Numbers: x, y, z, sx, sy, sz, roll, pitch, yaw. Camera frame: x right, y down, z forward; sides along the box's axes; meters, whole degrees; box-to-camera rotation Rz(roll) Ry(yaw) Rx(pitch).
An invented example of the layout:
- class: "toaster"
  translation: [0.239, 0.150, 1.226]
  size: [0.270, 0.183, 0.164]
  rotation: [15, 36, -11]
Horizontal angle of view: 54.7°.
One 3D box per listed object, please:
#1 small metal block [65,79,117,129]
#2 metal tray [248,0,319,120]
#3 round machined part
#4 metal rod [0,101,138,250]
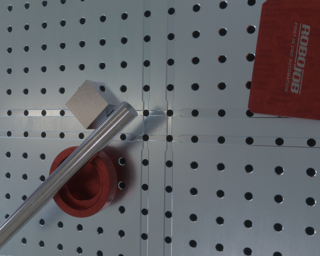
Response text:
- class: "small metal block"
  translation: [-0.100, -0.033, 0.448]
  size: [0.050, 0.025, 0.050]
  rotation: [-46, 76, 14]
- class: "metal tray"
  translation: [0.156, -0.077, 0.355]
  size: [0.090, 0.030, 0.129]
  rotation: [8, 93, 19]
- class: "round machined part"
  translation: [-0.104, 0.073, 0.440]
  size: [0.098, 0.042, 0.097]
  rotation: [0, 90, 20]
- class: "metal rod"
  translation: [-0.142, 0.075, 0.417]
  size: [0.299, 0.025, 0.025]
  rotation: [-43, 77, 15]
